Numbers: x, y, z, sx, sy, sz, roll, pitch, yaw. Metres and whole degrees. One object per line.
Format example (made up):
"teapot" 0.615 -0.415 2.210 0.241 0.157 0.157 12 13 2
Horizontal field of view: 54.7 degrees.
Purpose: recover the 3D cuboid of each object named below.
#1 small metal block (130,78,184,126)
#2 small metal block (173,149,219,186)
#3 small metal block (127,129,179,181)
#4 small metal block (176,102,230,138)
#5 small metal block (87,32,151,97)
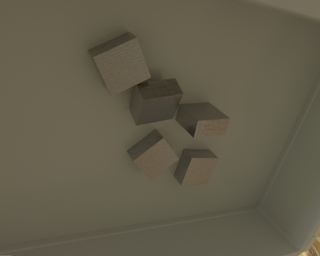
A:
"small metal block" -0.006 -0.031 0.375 0.050 0.025 0.050 -11 149 -23
"small metal block" 0.055 0.060 0.479 0.050 0.025 0.050 4 117 -31
"small metal block" -0.009 0.038 0.429 0.050 0.025 0.050 -38 130 -3
"small metal block" 0.057 -0.012 0.418 0.050 0.050 0.025 -5 121 -26
"small metal block" -0.044 -0.070 0.342 0.050 0.025 0.050 -28 128 -11
